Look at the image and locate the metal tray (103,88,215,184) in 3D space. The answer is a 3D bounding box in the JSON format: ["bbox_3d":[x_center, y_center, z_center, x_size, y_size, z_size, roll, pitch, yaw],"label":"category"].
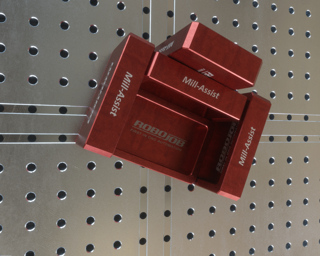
[{"bbox_3d":[0.000,0.011,0.409,0.131,0.030,0.090,23,82,-19],"label":"metal tray"}]

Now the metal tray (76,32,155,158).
[{"bbox_3d":[-0.055,-0.035,0.357,0.030,0.090,0.130,23,82,-19],"label":"metal tray"}]

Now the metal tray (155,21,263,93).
[{"bbox_3d":[0.045,-0.075,0.372,0.090,0.130,0.030,24,83,-19],"label":"metal tray"}]

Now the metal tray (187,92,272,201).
[{"bbox_3d":[0.088,0.021,0.409,0.030,0.090,0.130,23,83,-19],"label":"metal tray"}]

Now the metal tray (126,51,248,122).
[{"bbox_3d":[0.031,-0.046,0.389,0.131,0.090,0.030,23,83,-19],"label":"metal tray"}]
